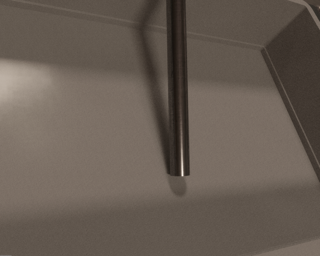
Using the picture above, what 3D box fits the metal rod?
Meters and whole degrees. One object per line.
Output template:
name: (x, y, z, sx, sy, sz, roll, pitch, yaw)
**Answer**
metal rod: (0.022, -0.090, 0.394, 0.025, 0.025, 0.298, 0, 87, -29)
